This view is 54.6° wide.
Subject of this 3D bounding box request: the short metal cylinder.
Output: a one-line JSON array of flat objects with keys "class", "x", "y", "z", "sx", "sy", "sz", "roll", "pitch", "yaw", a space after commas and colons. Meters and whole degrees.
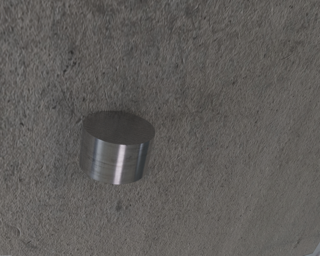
[{"class": "short metal cylinder", "x": -0.049, "y": 0.020, "z": 0.356, "sx": 0.081, "sy": 0.080, "sz": 0.050, "roll": -2, "pitch": 119, "yaw": -28}]
